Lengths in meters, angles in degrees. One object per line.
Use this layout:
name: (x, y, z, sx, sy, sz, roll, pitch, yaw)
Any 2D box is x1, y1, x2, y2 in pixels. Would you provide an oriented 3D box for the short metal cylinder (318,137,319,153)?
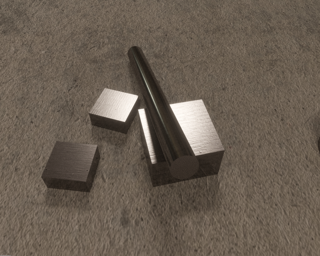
short metal cylinder: (0.244, 0.015, 0.377, 0.081, 0.050, 0.080, 0, 50, 0)

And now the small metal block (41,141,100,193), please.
small metal block: (-0.103, 0.045, 0.364, 0.050, 0.025, 0.050, 6, 50, 4)

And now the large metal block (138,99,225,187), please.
large metal block: (0.022, 0.017, 0.373, 0.081, 0.050, 0.080, -10, 51, -9)

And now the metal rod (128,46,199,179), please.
metal rod: (-0.010, -0.044, 0.382, 0.025, 0.025, 0.300, -9, 33, -8)

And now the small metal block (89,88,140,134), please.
small metal block: (-0.061, -0.024, 0.423, 0.050, 0.025, 0.050, 14, 51, 11)
